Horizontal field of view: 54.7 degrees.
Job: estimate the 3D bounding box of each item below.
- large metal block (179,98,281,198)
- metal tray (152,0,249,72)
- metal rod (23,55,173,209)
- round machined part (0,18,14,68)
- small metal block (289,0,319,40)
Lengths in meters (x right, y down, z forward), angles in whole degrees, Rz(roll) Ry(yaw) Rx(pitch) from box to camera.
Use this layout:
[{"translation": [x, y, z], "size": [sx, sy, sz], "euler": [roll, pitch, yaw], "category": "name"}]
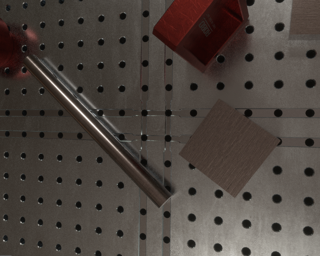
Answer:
[{"translation": [0.083, 0.022, 0.370], "size": [0.080, 0.050, 0.080], "euler": [38, 102, 15], "category": "large metal block"}, {"translation": [0.051, -0.114, 0.338], "size": [0.030, 0.130, 0.090], "euler": [43, 103, 14], "category": "metal tray"}, {"translation": [-0.097, -0.003, 0.445], "size": [0.300, 0.025, 0.025], "euler": [44, 103, 14], "category": "metal rod"}, {"translation": [-0.279, -0.135, 0.500], "size": [0.098, 0.042, 0.097], "euler": [0, 90, 19], "category": "round machined part"}, {"translation": [0.176, -0.128, 0.351], "size": [0.050, 0.025, 0.050], "euler": [5, 92, 19], "category": "small metal block"}]
